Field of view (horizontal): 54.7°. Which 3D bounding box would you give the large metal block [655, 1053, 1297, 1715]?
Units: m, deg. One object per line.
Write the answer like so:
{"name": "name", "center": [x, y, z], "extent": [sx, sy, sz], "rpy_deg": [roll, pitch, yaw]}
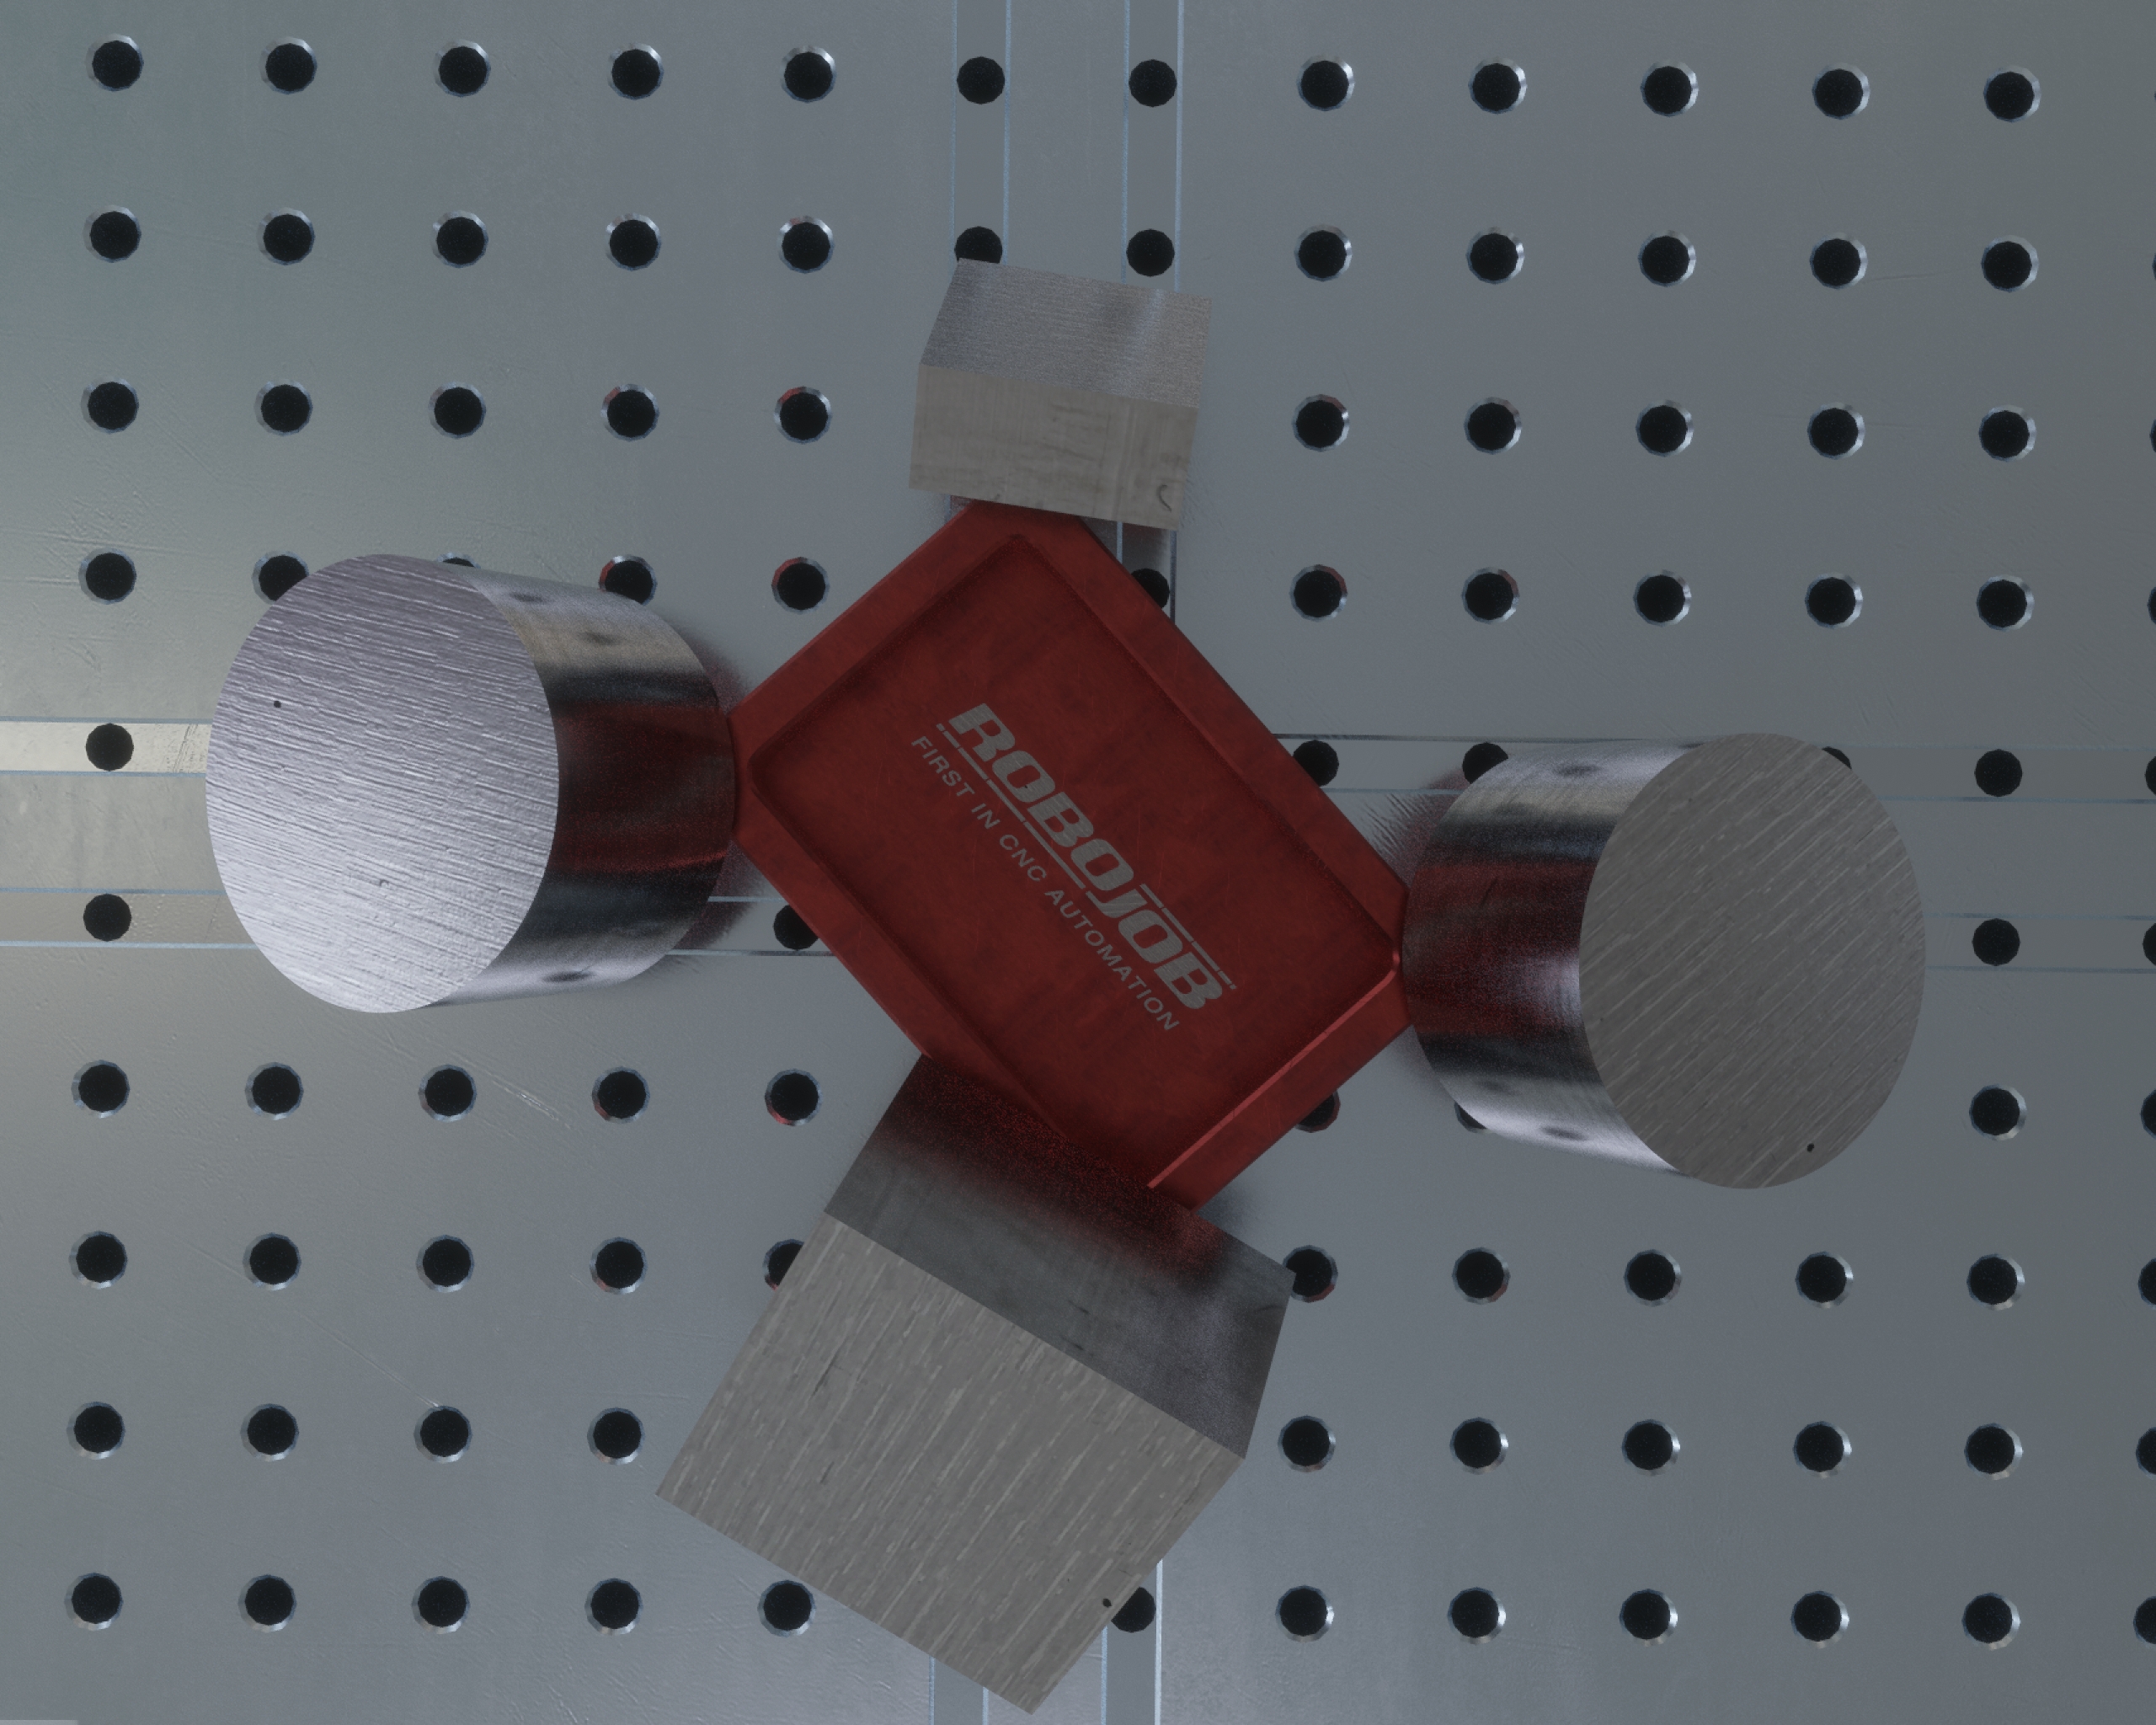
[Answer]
{"name": "large metal block", "center": [-0.019, 0.096, 0.383], "extent": [0.080, 0.050, 0.079], "rpy_deg": [31, 121, -1]}

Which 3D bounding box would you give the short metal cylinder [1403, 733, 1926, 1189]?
{"name": "short metal cylinder", "center": [0.108, 0.017, 0.386], "extent": [0.081, 0.050, 0.079], "rpy_deg": [0, 91, -27]}

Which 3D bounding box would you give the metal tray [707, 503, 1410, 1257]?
{"name": "metal tray", "center": [-0.001, 0.001, 0.410], "extent": [0.090, 0.030, 0.130], "rpy_deg": [-41, 90, 0]}

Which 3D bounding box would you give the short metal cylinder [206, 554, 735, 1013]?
{"name": "short metal cylinder", "center": [-0.111, -0.014, 0.385], "extent": [0.080, 0.050, 0.079], "rpy_deg": [0, 91, 25]}

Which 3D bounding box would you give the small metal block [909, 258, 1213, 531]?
{"name": "small metal block", "center": [-0.002, -0.090, 0.398], "extent": [0.050, 0.050, 0.025], "rpy_deg": [9, 128, 0]}
